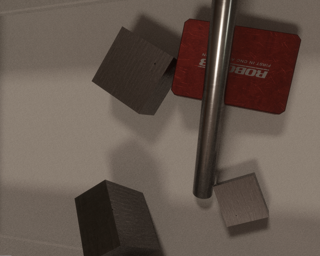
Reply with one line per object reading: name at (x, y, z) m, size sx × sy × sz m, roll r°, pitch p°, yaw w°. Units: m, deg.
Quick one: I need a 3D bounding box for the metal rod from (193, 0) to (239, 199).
metal rod at (0.059, -0.051, 0.326) m, size 0.025 × 0.025 × 0.298 m, roll 12°, pitch 118°, yaw 19°

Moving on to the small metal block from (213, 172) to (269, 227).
small metal block at (0.098, 0.086, 0.376) m, size 0.050 × 0.025 × 0.050 m, roll -20°, pitch 83°, yaw 18°

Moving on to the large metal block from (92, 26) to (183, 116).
large metal block at (-0.028, -0.072, 0.406) m, size 0.080 × 0.050 × 0.080 m, roll 35°, pitch 101°, yaw 16°

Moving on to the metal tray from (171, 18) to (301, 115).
metal tray at (0.086, -0.071, 0.366) m, size 0.131 × 0.030 × 0.089 m, roll 12°, pitch 94°, yaw 9°

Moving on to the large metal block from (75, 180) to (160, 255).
large metal block at (-0.053, 0.120, 0.385) m, size 0.050 × 0.080 × 0.080 m, roll -33°, pitch 54°, yaw 17°
